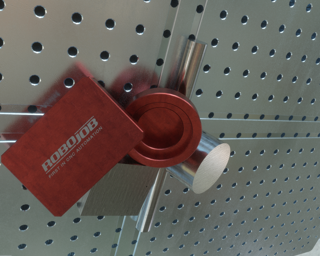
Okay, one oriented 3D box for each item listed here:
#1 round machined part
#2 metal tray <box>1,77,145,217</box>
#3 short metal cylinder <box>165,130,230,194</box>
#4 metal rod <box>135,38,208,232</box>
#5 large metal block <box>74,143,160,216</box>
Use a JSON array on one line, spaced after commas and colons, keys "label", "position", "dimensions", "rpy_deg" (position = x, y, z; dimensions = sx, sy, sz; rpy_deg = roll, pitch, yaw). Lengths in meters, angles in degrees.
[{"label": "round machined part", "position": [0.000, -0.003, 0.382], "dimensions": [0.099, 0.042, 0.097], "rpy_deg": [0, 115, 0]}, {"label": "metal tray", "position": [-0.092, 0.020, 0.338], "dimensions": [0.130, 0.030, 0.090], "rpy_deg": [-44, 91, 2]}, {"label": "short metal cylinder", "position": [0.054, 0.045, 0.435], "dimensions": [0.081, 0.050, 0.079], "rpy_deg": [-31, 138, -33]}, {"label": "metal rod", "position": [0.009, 0.027, 0.434], "dimensions": [0.025, 0.025, 0.298], "rpy_deg": [1, 118, -29]}, {"label": "large metal block", "position": [-0.059, 0.066, 0.404], "dimensions": [0.081, 0.050, 0.079], "rpy_deg": [11, 113, -33]}]
